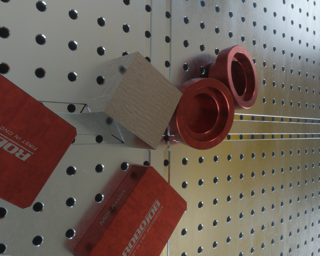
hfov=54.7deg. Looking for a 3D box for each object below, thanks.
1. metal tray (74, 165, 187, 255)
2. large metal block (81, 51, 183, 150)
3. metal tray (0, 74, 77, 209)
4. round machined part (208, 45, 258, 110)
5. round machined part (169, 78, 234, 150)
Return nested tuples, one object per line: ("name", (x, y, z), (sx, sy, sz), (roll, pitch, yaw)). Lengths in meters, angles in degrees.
("metal tray", (-0.029, 0.122, 0.382), (0.090, 0.030, 0.130), (50, 61, -28))
("large metal block", (-0.031, -0.030, 0.367), (0.080, 0.050, 0.080), (39, 66, -33))
("metal tray", (-0.153, 0.003, 0.278), (0.130, 0.030, 0.090), (42, 65, -32))
("round machined part", (0.112, -0.076, 0.485), (0.099, 0.042, 0.097), (9, 78, -47))
("round machined part", (0.053, -0.021, 0.434), (0.099, 0.042, 0.097), (-5, 101, -29))
